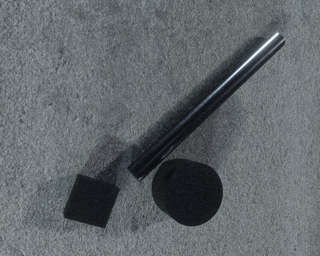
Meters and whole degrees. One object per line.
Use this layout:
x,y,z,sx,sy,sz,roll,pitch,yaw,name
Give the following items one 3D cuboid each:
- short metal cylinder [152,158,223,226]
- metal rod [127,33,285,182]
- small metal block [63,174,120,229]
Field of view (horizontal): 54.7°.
0.035,0.082,0.409,0.081,0.050,0.079,0,90,-20,short metal cylinder
0.074,-0.038,0.435,0.301,0.025,0.025,-42,104,-15,metal rod
-0.084,0.089,0.378,0.050,0.025,0.050,22,83,-19,small metal block
